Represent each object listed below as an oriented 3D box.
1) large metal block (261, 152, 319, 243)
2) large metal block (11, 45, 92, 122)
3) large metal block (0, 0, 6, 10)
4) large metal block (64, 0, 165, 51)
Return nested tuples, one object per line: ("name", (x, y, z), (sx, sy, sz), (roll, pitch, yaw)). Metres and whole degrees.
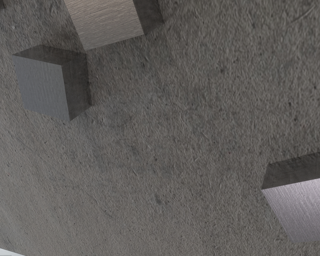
("large metal block", (0.173, 0.077, 0.347), (0.080, 0.050, 0.080), (-22, 107, 36))
("large metal block", (-0.147, -0.064, 0.429), (0.080, 0.050, 0.079), (15, 125, 20))
("large metal block", (-0.267, -0.195, 0.411), (0.080, 0.050, 0.079), (7, 122, 24))
("large metal block", (-0.052, -0.137, 0.334), (0.080, 0.050, 0.080), (-6, 116, 31))
